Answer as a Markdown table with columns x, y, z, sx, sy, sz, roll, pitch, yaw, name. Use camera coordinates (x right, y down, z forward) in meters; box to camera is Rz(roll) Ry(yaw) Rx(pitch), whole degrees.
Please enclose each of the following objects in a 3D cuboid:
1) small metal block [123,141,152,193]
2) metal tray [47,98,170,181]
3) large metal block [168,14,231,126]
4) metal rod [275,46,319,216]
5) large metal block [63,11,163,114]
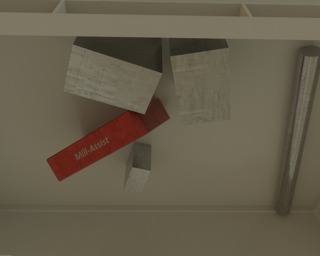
| x | y | z | sx | sy | sz | roll | pitch | yaw | name |
| --- | --- | --- | --- | --- | --- | --- | --- | --- | --- |
| -0.032 | 0.056 | 0.440 | 0.025 | 0.050 | 0.050 | 14 | 129 | -12 | small metal block |
| -0.060 | 0.013 | 0.374 | 0.130 | 0.090 | 0.030 | -29 | 92 | 22 | metal tray |
| 0.040 | -0.061 | 0.322 | 0.050 | 0.080 | 0.080 | -7 | 130 | 6 | large metal block |
| 0.189 | 0.028 | 0.435 | 0.025 | 0.025 | 0.298 | -7 | 130 | 5 | metal rod |
| -0.044 | -0.068 | 0.315 | 0.081 | 0.080 | 0.050 | 16 | 128 | -14 | large metal block |
